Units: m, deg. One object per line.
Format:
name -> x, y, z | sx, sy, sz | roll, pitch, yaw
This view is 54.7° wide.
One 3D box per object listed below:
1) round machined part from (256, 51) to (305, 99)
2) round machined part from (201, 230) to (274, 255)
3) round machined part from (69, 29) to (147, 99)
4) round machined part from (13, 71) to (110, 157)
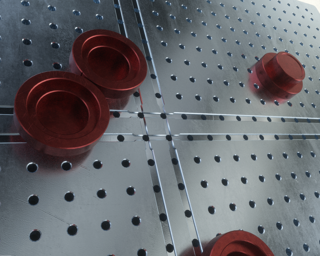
round machined part -> 0.237, -0.107, 0.594 | 0.099, 0.042, 0.098 | 14, 56, -21
round machined part -> 0.084, 0.168, 0.342 | 0.099, 0.042, 0.098 | 14, 56, -21
round machined part -> -0.070, -0.079, 0.409 | 0.099, 0.042, 0.098 | 14, 56, -21
round machined part -> -0.110, -0.013, 0.346 | 0.099, 0.042, 0.098 | 14, 56, -21
